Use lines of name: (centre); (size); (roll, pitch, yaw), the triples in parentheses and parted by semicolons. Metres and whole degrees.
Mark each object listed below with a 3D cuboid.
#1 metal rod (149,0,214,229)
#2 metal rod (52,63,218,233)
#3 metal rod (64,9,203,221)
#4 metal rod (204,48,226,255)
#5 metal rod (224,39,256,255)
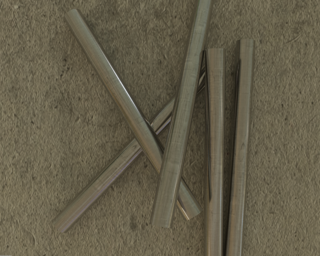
metal rod: (0.031, -0.035, 0.373); (0.025, 0.025, 0.299); (12, 75, 0)
metal rod: (-0.028, 0.021, 0.409); (0.025, 0.025, 0.300); (44, 90, 0)
metal rod: (-0.038, -0.023, 0.388); (0.025, 0.025, 0.299); (-32, 82, 0)
metal rod: (0.069, 0.052, 0.396); (0.025, 0.025, 0.298); (0, 96, 0)
metal rod: (0.105, 0.034, 0.410); (0.025, 0.025, 0.298); (3, 90, 0)
